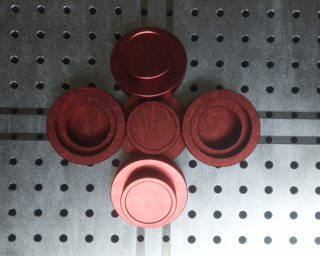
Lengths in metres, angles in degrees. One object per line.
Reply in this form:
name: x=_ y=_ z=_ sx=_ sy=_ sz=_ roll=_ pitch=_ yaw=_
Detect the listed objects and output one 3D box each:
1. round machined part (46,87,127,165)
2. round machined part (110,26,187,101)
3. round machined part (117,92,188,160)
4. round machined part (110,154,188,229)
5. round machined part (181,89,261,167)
round machined part: x=-0.092 y=-0.003 z=0.403 sx=0.099 sy=0.042 sz=0.097 roll=0 pitch=90 yaw=-1
round machined part: x=-0.015 y=-0.086 z=0.393 sx=0.099 sy=0.042 sz=0.098 roll=0 pitch=76 yaw=1
round machined part: x=-0.008 y=-0.001 z=0.404 sx=0.099 sy=0.042 sz=0.097 roll=0 pitch=90 yaw=-1
round machined part: x=-0.014 y=0.085 z=0.393 sx=0.099 sy=0.042 sz=0.097 roll=0 pitch=105 yaw=0
round machined part: x=0.076 y=0.000 z=0.405 sx=0.099 sy=0.042 sz=0.097 roll=0 pitch=90 yaw=-1
